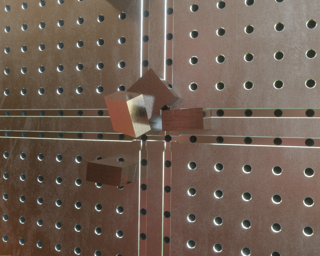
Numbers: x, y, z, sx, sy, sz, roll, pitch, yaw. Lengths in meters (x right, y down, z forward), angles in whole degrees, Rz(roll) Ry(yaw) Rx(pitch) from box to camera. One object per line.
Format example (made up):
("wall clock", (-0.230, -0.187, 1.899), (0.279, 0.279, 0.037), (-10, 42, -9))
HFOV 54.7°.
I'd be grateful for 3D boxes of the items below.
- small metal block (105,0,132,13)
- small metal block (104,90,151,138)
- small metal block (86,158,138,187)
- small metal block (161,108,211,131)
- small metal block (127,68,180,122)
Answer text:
("small metal block", (-0.056, -0.192, 0.418), (0.025, 0.050, 0.050), (37, 102, 16))
("small metal block", (-0.043, -0.019, 0.406), (0.050, 0.025, 0.050), (15, 126, 46))
("small metal block", (-0.064, 0.059, 0.421), (0.050, 0.050, 0.025), (7, 92, 19))
("small metal block", (0.034, -0.010, 0.387), (0.050, 0.050, 0.025), (-3, 89, 19))
("small metal block", (-0.011, -0.043, 0.416), (0.050, 0.025, 0.050), (-42, 77, 14))
